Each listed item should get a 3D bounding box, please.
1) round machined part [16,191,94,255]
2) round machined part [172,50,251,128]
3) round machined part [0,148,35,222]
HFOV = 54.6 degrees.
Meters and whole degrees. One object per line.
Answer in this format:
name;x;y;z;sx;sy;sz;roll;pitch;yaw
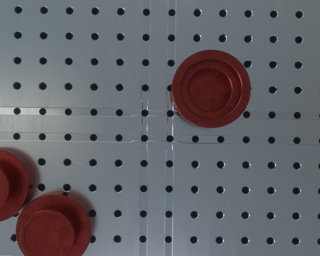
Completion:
round machined part;-0.140;0.135;0.404;0.099;0.042;0.097;0;90;0
round machined part;0.064;-0.049;0.405;0.099;0.042;0.097;0;90;0
round machined part;-0.220;0.075;0.404;0.099;0.042;0.097;0;90;0
